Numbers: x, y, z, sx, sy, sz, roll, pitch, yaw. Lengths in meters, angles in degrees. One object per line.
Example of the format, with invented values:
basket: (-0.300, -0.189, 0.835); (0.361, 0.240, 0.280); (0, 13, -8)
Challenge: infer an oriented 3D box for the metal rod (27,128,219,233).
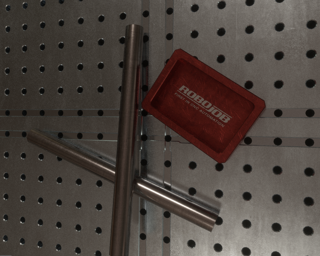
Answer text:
metal rod: (-0.063, 0.065, 0.433); (0.301, 0.025, 0.025); (22, 97, 18)

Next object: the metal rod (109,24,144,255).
metal rod: (-0.043, 0.011, 0.407); (0.025, 0.025, 0.298); (1, 83, 19)

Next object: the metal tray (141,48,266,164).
metal tray: (0.053, -0.028, 0.390); (0.130, 0.030, 0.090); (36, 101, 16)
